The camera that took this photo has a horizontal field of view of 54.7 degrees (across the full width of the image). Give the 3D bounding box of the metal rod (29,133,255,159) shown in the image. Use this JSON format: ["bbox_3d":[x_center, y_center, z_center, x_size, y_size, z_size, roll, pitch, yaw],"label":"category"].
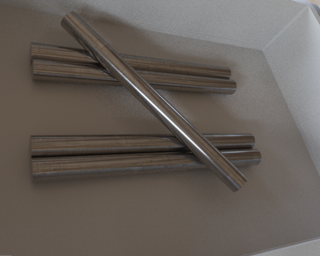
[{"bbox_3d":[0.000,0.020,0.391,0.303,0.025,0.025,0,62,-28],"label":"metal rod"}]

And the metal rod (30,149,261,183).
[{"bbox_3d":[0.005,0.042,0.380,0.303,0.025,0.025,0,62,-28],"label":"metal rod"}]

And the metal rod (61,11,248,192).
[{"bbox_3d":[-0.009,-0.034,0.388,0.300,0.025,0.025,44,51,2],"label":"metal rod"}]

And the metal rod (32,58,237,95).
[{"bbox_3d":[-0.017,-0.068,0.436,0.303,0.025,0.025,0,62,-28],"label":"metal rod"}]

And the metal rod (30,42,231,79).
[{"bbox_3d":[-0.023,-0.090,0.446,0.303,0.025,0.025,0,62,-28],"label":"metal rod"}]
